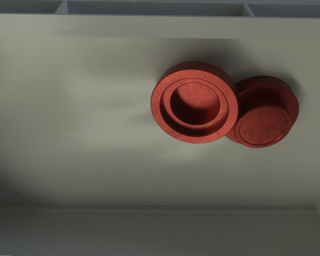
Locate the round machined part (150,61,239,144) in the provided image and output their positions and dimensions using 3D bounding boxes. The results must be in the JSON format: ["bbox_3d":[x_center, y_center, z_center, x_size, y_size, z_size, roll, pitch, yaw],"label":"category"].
[{"bbox_3d":[0.042,-0.033,0.361,0.098,0.042,0.097,7,126,10],"label":"round machined part"}]

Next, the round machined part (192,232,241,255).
[{"bbox_3d":[0.112,0.253,0.616,0.099,0.042,0.097,0,130,0],"label":"round machined part"}]

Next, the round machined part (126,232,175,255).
[{"bbox_3d":[-0.019,0.250,0.613,0.099,0.042,0.097,0,130,0],"label":"round machined part"}]

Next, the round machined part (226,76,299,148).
[{"bbox_3d":[0.124,-0.013,0.388,0.099,0.042,0.097,0,130,0],"label":"round machined part"}]
